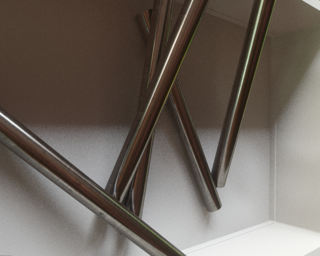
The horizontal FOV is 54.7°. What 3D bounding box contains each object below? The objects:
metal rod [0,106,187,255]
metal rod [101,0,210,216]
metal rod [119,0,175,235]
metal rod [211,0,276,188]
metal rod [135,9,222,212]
[{"bbox_3d":[-0.069,0.071,0.320,0.300,0.025,0.025,45,63,-21],"label":"metal rod"},{"bbox_3d":[-0.003,-0.038,0.343,0.025,0.025,0.298,19,97,-39],"label":"metal rod"},{"bbox_3d":[-0.015,-0.020,0.374,0.025,0.025,0.298,8,91,-40],"label":"metal rod"},{"bbox_3d":[0.110,-0.048,0.421,0.025,0.025,0.298,-13,123,-39],"label":"metal rod"},{"bbox_3d":[0.032,-0.013,0.432,0.025,0.025,0.299,-33,111,-35],"label":"metal rod"}]
